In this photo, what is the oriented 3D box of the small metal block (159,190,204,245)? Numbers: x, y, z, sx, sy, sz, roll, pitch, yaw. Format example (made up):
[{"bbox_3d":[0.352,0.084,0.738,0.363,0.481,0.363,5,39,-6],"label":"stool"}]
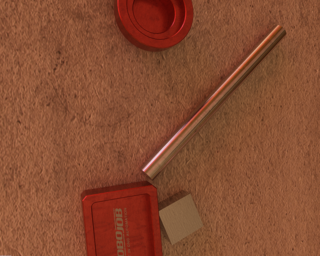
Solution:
[{"bbox_3d":[0.024,0.120,0.419,0.050,0.025,0.050,-25,99,-19],"label":"small metal block"}]

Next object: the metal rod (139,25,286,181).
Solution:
[{"bbox_3d":[0.083,-0.044,0.440,0.301,0.025,0.025,-46,105,-15],"label":"metal rod"}]

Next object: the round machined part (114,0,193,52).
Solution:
[{"bbox_3d":[-0.010,-0.146,0.397,0.099,0.042,0.097,0,90,-21],"label":"round machined part"}]

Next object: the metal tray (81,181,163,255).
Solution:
[{"bbox_3d":[-0.046,0.138,0.387,0.091,0.030,0.129,-6,93,-18],"label":"metal tray"}]
